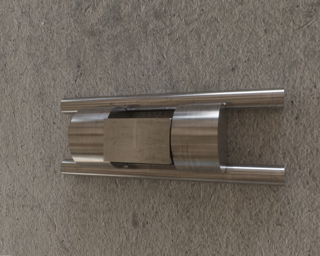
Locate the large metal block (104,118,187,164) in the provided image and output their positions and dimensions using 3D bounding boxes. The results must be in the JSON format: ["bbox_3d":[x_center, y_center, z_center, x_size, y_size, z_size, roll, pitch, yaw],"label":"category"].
[{"bbox_3d":[-0.014,0.014,0.383,0.080,0.080,0.050,0,90,20],"label":"large metal block"}]

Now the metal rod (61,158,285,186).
[{"bbox_3d":[0.002,0.056,0.409,0.301,0.025,0.025,0,90,19],"label":"metal rod"}]

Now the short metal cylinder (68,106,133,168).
[{"bbox_3d":[-0.075,0.012,0.407,0.050,0.080,0.080,-1,90,20],"label":"short metal cylinder"}]

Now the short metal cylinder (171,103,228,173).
[{"bbox_3d":[0.049,0.012,0.363,0.050,0.080,0.080,-1,90,20],"label":"short metal cylinder"}]

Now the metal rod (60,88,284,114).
[{"bbox_3d":[0.002,-0.033,0.410,0.301,0.025,0.025,0,90,19],"label":"metal rod"}]
